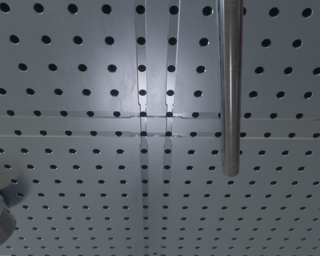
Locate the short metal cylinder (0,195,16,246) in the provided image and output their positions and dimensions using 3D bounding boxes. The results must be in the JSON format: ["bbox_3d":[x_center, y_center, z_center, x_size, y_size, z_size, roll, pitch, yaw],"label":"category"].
[{"bbox_3d":[-0.284,0.152,0.502,0.080,0.080,0.050,-3,130,2],"label":"short metal cylinder"}]

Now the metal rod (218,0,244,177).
[{"bbox_3d":[0.085,-0.048,0.371,0.025,0.025,0.298,-7,130,5],"label":"metal rod"}]
